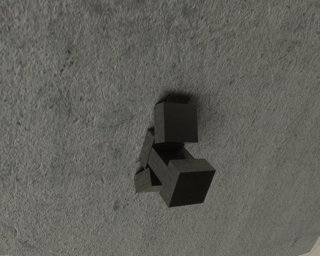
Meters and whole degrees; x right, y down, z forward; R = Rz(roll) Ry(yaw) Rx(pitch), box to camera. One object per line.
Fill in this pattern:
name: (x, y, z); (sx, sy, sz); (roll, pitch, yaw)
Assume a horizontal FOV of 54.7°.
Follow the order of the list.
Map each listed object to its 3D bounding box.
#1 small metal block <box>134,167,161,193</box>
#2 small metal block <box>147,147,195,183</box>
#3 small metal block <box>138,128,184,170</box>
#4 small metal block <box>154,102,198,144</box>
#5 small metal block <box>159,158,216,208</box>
small metal block: (-0.003, 0.073, 0.438); (0.050, 0.025, 0.050); (2, 158, -30)
small metal block: (0.019, 0.048, 0.401); (0.050, 0.050, 0.025); (2, 117, -30)
small metal block: (0.003, 0.029, 0.431); (0.050, 0.025, 0.050); (2, 117, -30)
small metal block: (0.021, -0.005, 0.403); (0.050, 0.025, 0.050); (3, 81, -30)
small metal block: (0.032, 0.065, 0.371); (0.050, 0.025, 0.050); (1, 118, -29)
